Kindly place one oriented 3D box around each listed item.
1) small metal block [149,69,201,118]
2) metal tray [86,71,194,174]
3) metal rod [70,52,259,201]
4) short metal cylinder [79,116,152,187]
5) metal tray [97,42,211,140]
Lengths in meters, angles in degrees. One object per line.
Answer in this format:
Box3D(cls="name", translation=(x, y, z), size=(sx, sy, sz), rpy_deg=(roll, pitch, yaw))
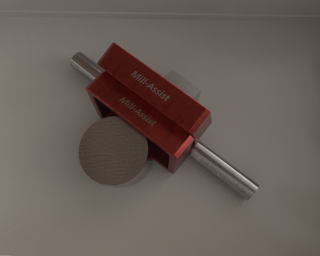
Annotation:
Box3D(cls="small metal block", translation=(0.019, -0.044, 0.424), size=(0.050, 0.025, 0.050), rpy_deg=(39, 74, 12))
Box3D(cls="metal tray", translation=(-0.024, -0.003, 0.375), size=(0.130, 0.090, 0.030), rpy_deg=(37, 74, 12))
Box3D(cls="metal rod", translation=(-0.002, -0.009, 0.413), size=(0.300, 0.025, 0.025), rpy_deg=(37, 74, 12))
Box3D(cls="short metal cylinder", translation=(-0.051, 0.031, 0.377), size=(0.080, 0.050, 0.080), rpy_deg=(-1, 77, 5))
Box3D(cls="metal tray", translation=(-0.002, -0.039, 0.361), size=(0.130, 0.090, 0.030), rpy_deg=(37, 91, 12))
